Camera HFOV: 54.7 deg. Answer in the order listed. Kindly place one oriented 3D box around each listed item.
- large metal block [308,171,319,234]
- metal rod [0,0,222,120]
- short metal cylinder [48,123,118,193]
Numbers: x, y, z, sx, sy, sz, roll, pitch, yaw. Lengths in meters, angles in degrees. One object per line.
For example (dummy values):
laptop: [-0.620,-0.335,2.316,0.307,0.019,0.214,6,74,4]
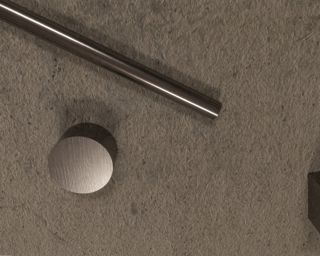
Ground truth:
large metal block: [0.247,0.112,0.425,0.050,0.080,0.079,-9,110,3]
metal rod: [-0.062,-0.083,0.378,0.301,0.025,0.025,24,108,-9]
short metal cylinder: [-0.099,0.039,0.409,0.081,0.050,0.079,0,110,-1]
